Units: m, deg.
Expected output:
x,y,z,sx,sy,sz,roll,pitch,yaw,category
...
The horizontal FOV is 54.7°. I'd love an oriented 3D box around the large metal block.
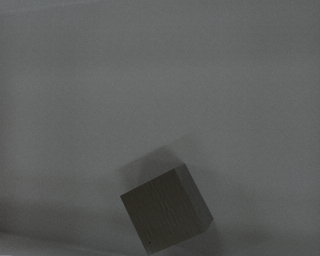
x,y,z,sx,sy,sz,roll,pitch,yaw,category
0.010,0.101,0.393,0.080,0.050,0.080,-30,81,17,large metal block
